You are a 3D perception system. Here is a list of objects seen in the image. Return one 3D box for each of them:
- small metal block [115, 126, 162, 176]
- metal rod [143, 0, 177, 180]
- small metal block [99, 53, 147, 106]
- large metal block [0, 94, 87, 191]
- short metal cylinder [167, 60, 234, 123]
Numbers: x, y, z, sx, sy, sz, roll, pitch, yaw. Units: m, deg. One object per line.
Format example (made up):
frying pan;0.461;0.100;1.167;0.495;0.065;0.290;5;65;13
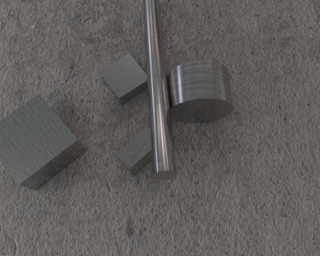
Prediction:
small metal block;-0.025;0.030;0.384;0.050;0.050;0.025;-40;75;-13
metal rod;-0.005;-0.077;0.404;0.025;0.025;0.299;-4;58;-1
small metal block;-0.049;-0.068;0.433;0.050;0.025;0.050;-35;74;-12
large metal block;-0.153;0.019;0.387;0.080;0.050;0.080;-40;75;-13
short metal cylinder;0.050;-0.043;0.395;0.081;0.080;0.050;-2;70;-1
